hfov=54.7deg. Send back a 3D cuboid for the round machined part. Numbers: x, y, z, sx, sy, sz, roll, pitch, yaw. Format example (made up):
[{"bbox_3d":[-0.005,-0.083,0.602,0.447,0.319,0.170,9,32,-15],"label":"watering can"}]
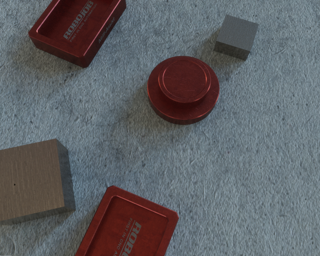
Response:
[{"bbox_3d":[0.032,-0.057,0.420,0.099,0.042,0.098,0,70,-1],"label":"round machined part"}]

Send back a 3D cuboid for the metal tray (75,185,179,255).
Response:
[{"bbox_3d":[-0.043,0.143,0.352,0.090,0.030,0.130,22,71,7],"label":"metal tray"}]

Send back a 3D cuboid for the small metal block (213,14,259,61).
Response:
[{"bbox_3d":[0.113,-0.134,0.459,0.050,0.025,0.050,19,71,6],"label":"small metal block"}]

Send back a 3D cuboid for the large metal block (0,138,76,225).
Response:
[{"bbox_3d":[-0.152,0.065,0.369,0.081,0.050,0.080,-12,71,-5],"label":"large metal block"}]

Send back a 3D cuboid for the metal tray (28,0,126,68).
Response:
[{"bbox_3d":[-0.120,-0.163,0.463,0.090,0.030,0.130,24,71,8],"label":"metal tray"}]
